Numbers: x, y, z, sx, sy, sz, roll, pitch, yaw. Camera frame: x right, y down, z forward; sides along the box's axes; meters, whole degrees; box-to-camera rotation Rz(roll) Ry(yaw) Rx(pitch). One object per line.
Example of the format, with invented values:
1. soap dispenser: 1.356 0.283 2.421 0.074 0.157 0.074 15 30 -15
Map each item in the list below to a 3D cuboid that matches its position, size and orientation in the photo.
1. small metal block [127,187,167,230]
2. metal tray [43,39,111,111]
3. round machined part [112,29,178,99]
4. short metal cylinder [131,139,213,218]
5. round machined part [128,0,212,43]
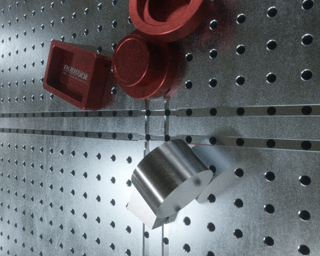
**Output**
1. small metal block: -0.012 0.099 0.418 0.050 0.025 0.050 31 109 35
2. metal tray: -0.144 -0.091 0.521 0.130 0.030 0.089 26 106 36
3. round machined part: -0.027 -0.088 0.418 0.098 0.042 0.097 0 90 39
4. short metal cylinder: 0.014 0.059 0.360 0.050 0.081 0.080 49 119 28
5. round machined part: 0.015 -0.147 0.372 0.098 0.042 0.098 -6 74 24
